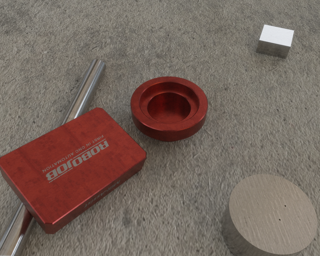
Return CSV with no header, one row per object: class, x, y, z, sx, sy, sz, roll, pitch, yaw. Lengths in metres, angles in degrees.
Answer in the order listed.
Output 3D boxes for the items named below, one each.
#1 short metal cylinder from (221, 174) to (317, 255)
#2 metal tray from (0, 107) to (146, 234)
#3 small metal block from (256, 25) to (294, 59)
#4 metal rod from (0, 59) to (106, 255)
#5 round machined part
short metal cylinder,0.105,0.093,0.309,0.081,0.050,0.080,0,50,0
metal tray,-0.092,0.040,0.343,0.131,0.030,0.090,-34,69,-34
small metal block,0.196,-0.148,0.529,0.050,0.025,0.050,17,52,14
metal rod,-0.123,0.016,0.388,0.025,0.025,0.300,8,50,6
round machined part,0.012,-0.021,0.410,0.099,0.042,0.098,0,50,0
